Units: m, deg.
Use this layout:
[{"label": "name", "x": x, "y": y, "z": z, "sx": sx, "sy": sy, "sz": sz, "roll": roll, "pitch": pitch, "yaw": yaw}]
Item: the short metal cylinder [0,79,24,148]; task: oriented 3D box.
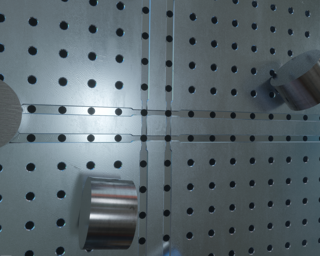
[{"label": "short metal cylinder", "x": -0.189, "y": -0.015, "z": 0.329, "sx": 0.081, "sy": 0.050, "sz": 0.079, "roll": 0, "pitch": 90, "yaw": -20}]

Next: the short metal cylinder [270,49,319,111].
[{"label": "short metal cylinder", "x": 0.215, "y": -0.071, "z": 0.462, "sx": 0.080, "sy": 0.080, "sz": 0.050, "roll": -46, "pitch": 105, "yaw": -14}]

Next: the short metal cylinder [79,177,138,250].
[{"label": "short metal cylinder", "x": -0.062, "y": 0.099, "z": 0.360, "sx": 0.050, "sy": 0.080, "sz": 0.080, "roll": 8, "pitch": 87, "yaw": -20}]
